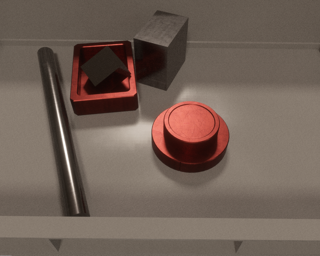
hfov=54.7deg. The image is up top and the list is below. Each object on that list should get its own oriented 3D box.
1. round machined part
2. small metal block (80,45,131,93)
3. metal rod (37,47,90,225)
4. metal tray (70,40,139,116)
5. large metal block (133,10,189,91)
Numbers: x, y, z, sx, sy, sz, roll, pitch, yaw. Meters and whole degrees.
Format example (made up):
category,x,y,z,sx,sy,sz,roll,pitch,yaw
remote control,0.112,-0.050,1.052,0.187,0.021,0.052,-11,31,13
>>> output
category,x,y,z,sx,sy,sz,roll,pitch,yaw
round machined part,0.038,0.004,0.391,0.099,0.042,0.098,0,50,0
small metal block,-0.078,-0.083,0.445,0.050,0.025,0.050,-39,57,-1
metal rod,-0.136,-0.013,0.414,0.025,0.025,0.299,-15,52,-13
metal tray,-0.084,-0.080,0.467,0.091,0.030,0.130,-5,50,-5
large metal block,0.003,-0.117,0.468,0.050,0.080,0.080,19,52,14
